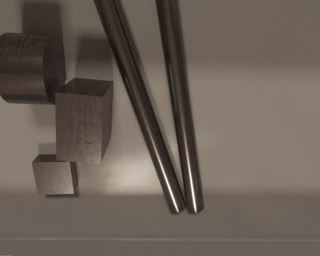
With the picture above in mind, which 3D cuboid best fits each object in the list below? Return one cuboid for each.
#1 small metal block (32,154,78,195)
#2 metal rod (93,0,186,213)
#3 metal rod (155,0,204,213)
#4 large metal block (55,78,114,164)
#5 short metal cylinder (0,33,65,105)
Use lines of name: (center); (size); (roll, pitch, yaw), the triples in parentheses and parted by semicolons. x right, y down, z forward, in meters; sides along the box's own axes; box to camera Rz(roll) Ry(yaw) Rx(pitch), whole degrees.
small metal block: (-0.145, 0.064, 0.433); (0.050, 0.025, 0.050); (-1, 110, 0)
metal rod: (-0.019, -0.017, 0.404); (0.025, 0.025, 0.298); (-17, 110, 6)
metal rod: (0.029, -0.021, 0.403); (0.025, 0.025, 0.298); (-9, 110, 3)
large metal block: (-0.089, -0.012, 0.376); (0.050, 0.080, 0.079); (5, 110, -2)
short metal cylinder: (-0.145, -0.067, 0.355); (0.050, 0.080, 0.079); (2, 110, -1)
